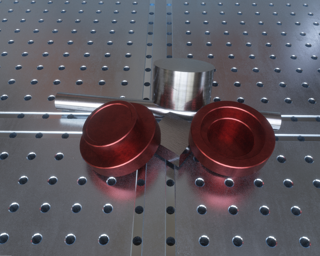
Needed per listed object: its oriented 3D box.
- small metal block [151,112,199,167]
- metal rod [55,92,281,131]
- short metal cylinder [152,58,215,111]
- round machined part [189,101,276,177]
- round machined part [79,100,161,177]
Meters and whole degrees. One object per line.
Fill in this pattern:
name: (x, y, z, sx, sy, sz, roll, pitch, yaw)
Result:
small metal block: (0.018, 0.013, 0.391, 0.050, 0.025, 0.050, 29, 56, 22)
metal rod: (0.008, -0.023, 0.422, 0.302, 0.025, 0.025, 6, 50, 4)
short metal cylinder: (0.031, -0.061, 0.419, 0.081, 0.050, 0.080, 3, 25, -1)
round machined part: (0.084, 0.017, 0.375, 0.099, 0.042, 0.098, 2, 52, -2)
round machined part: (-0.052, 0.005, 0.370, 0.098, 0.042, 0.098, -11, 49, 14)
